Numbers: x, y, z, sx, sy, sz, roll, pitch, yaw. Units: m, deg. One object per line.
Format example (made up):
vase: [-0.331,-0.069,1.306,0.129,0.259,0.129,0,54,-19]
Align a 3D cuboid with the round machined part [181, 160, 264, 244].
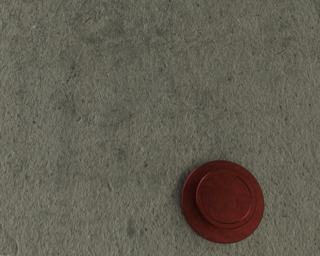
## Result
round machined part: [0.075,0.086,0.368,0.099,0.042,0.098,0,70,0]
